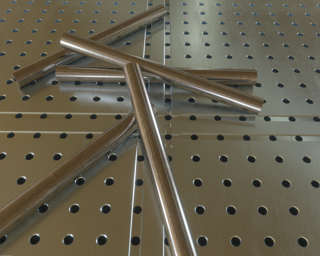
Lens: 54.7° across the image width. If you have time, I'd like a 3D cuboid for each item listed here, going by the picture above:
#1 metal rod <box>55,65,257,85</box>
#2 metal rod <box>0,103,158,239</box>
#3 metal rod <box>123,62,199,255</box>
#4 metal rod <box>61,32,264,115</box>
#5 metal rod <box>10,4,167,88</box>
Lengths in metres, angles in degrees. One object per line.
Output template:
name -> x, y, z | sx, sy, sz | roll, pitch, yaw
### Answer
metal rod -> -0.006, -0.081, 0.475 | 0.302, 0.025, 0.025 | 1, 50, 0
metal rod -> -0.115, 0.057, 0.357 | 0.025, 0.025, 0.302 | 35, 58, 25
metal rod -> -0.002, 0.039, 0.354 | 0.025, 0.025, 0.299 | -11, 57, -10
metal rod -> 0.000, -0.081, 0.448 | 0.301, 0.025, 0.025 | 20, 52, 5
metal rod -> -0.106, -0.149, 0.531 | 0.302, 0.025, 0.025 | -35, 59, -26
